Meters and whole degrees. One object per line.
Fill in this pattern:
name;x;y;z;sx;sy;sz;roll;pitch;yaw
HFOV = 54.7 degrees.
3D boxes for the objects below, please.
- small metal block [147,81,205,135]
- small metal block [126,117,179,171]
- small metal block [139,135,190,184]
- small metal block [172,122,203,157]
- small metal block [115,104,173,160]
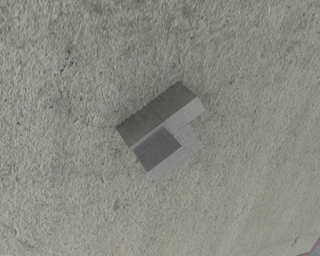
small metal block;0.019;-0.026;0.387;0.050;0.050;0.025;-37;130;-4
small metal block;-0.009;0.022;0.418;0.050;0.025;0.050;-37;130;-4
small metal block;0.000;0.032;0.381;0.050;0.050;0.025;-37;130;-4
small metal block;0.026;0.005;0.411;0.025;0.050;0.050;-37;130;-4
small metal block;-0.021;0.004;0.384;0.050;0.050;0.025;-37;130;-4
